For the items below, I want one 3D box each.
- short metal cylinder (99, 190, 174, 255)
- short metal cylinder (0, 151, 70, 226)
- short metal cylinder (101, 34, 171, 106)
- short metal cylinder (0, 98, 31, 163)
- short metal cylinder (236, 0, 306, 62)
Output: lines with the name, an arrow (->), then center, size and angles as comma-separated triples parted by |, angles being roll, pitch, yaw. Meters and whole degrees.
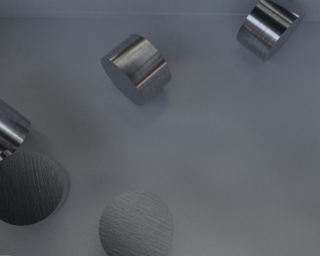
short metal cylinder -> -0.025, 0.114, 0.354 | 0.081, 0.050, 0.080 | 0, 70, 0
short metal cylinder -> -0.150, 0.069, 0.361 | 0.081, 0.050, 0.080 | 2, 79, -9
short metal cylinder -> -0.031, -0.075, 0.408 | 0.080, 0.080, 0.050 | 43, 76, 14
short metal cylinder -> -0.204, 0.006, 0.371 | 0.080, 0.050, 0.080 | -27, 37, 23
short metal cylinder -> 0.153, -0.140, 0.432 | 0.050, 0.080, 0.080 | 43, 76, 14
